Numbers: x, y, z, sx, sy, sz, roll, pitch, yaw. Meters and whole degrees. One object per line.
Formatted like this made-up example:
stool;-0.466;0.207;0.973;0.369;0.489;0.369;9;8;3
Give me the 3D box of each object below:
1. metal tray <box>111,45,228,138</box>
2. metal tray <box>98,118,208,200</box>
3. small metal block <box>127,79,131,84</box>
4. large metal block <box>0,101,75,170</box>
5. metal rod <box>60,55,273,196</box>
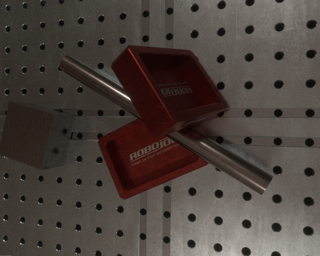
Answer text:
metal tray;0.017;-0.046;0.348;0.030;0.131;0.090;-38;78;34
metal tray;-0.009;0.029;0.411;0.130;0.030;0.090;-26;82;17
small metal block;-0.010;-0.052;0.402;0.050;0.050;0.025;32;101;17
large metal block;-0.183;0.010;0.462;0.080;0.050;0.079;15;95;19
metal rod;-0.005;-0.013;0.381;0.300;0.025;0.025;32;100;17
